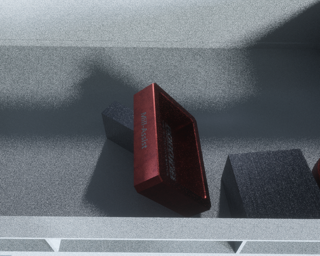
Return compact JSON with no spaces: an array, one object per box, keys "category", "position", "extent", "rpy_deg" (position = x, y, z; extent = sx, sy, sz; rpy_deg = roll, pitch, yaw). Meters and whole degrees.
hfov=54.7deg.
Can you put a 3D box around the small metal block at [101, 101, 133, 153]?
[{"category":"small metal block","position":[-0.043,0.001,0.388],"extent":[0.050,0.050,0.025],"rpy_deg":[28,56,21]}]

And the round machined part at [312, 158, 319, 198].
[{"category":"round machined part","position":[0.217,0.068,0.340],"extent":[0.099,0.042,0.098],"rpy_deg":[0,50,0]}]

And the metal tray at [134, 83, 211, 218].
[{"category":"metal tray","position":[0.012,0.023,0.344],"extent":[0.030,0.090,0.130],"rpy_deg":[-29,44,27]}]

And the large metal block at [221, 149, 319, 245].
[{"category":"large metal block","position":[0.118,0.072,0.330],"extent":[0.081,0.050,0.080],"rpy_deg":[-4,50,-4]}]

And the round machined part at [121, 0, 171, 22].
[{"category":"round machined part","position":[-0.027,-0.243,0.600],"extent":[0.099,0.042,0.098],"rpy_deg":[0,50,0]}]
